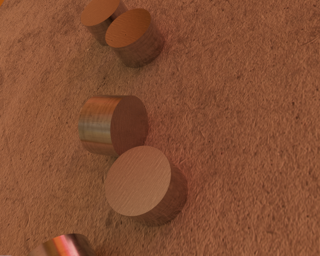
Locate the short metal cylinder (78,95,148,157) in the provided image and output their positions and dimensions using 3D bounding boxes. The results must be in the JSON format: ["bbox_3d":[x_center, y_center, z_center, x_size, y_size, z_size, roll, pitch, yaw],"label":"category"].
[{"bbox_3d":[-0.058,-0.003,0.401,0.050,0.080,0.080,4,64,30],"label":"short metal cylinder"}]

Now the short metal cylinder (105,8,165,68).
[{"bbox_3d":[-0.040,-0.144,0.497,0.080,0.050,0.080,-13,56,21],"label":"short metal cylinder"}]

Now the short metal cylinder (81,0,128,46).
[{"bbox_3d":[-0.094,-0.196,0.558,0.080,0.050,0.080,-13,56,21],"label":"short metal cylinder"}]

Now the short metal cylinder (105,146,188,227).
[{"bbox_3d":[-0.015,0.067,0.355,0.080,0.050,0.080,-13,56,21],"label":"short metal cylinder"}]

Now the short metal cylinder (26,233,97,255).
[{"bbox_3d":[-0.101,0.159,0.325,0.080,0.080,0.050,-43,51,-2],"label":"short metal cylinder"}]
